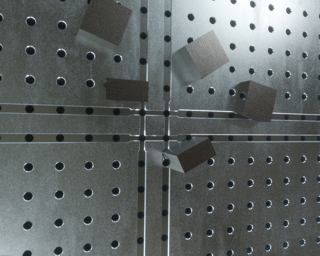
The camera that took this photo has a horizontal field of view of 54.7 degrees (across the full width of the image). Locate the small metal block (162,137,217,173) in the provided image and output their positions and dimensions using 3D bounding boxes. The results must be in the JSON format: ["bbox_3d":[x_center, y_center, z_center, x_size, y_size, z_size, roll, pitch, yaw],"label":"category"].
[{"bbox_3d":[0.038,0.034,0.415,0.050,0.050,0.025,-27,99,-18],"label":"small metal block"}]

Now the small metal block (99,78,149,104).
[{"bbox_3d":[-0.046,-0.044,0.383,0.050,0.050,0.025,2,90,-20],"label":"small metal block"}]

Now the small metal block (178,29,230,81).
[{"bbox_3d":[0.062,-0.102,0.437,0.050,0.025,0.050,-34,102,-17],"label":"small metal block"}]

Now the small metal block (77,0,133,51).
[{"bbox_3d":[-0.069,-0.132,0.388,0.050,0.025,0.050,22,83,-19],"label":"small metal block"}]

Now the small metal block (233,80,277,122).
[{"bbox_3d":[0.144,-0.039,0.468,0.050,0.025,0.050,15,85,-20],"label":"small metal block"}]
